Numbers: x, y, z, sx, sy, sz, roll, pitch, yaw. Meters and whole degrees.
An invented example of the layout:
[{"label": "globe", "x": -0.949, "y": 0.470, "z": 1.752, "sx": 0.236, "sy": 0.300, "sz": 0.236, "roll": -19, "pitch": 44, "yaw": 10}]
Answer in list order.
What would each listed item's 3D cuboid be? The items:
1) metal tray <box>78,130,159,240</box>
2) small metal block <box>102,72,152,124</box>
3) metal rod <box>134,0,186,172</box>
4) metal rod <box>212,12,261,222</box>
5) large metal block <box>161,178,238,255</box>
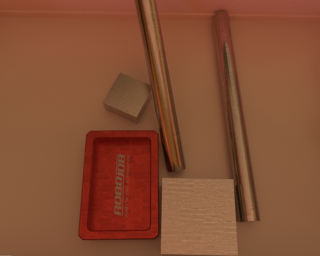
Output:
[{"label": "metal tray", "x": -0.047, "y": 0.069, "z": 0.381, "sx": 0.091, "sy": 0.030, "sz": 0.130, "roll": 0, "pitch": 70, "yaw": -1}, {"label": "small metal block", "x": -0.042, "y": -0.041, "z": 0.424, "sx": 0.050, "sy": 0.025, "sz": 0.050, "roll": 24, "pitch": 72, "yaw": 8}, {"label": "metal rod", "x": -0.007, "y": -0.093, "z": 0.376, "sx": 0.025, "sy": 0.025, "sz": 0.298, "roll": -11, "pitch": 97, "yaw": -4}, {"label": "metal rod", "x": 0.100, "y": -0.028, "z": 0.421, "sx": 0.025, "sy": 0.025, "sz": 0.299, "roll": -3, "pitch": 70, "yaw": -1}, {"label": "large metal block", "x": 0.042, "y": 0.103, "z": 0.359, "sx": 0.081, "sy": 0.050, "sz": 0.080, "roll": 1, "pitch": 70, "yaw": 0}]
